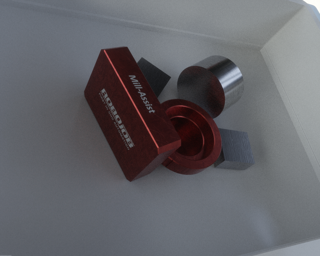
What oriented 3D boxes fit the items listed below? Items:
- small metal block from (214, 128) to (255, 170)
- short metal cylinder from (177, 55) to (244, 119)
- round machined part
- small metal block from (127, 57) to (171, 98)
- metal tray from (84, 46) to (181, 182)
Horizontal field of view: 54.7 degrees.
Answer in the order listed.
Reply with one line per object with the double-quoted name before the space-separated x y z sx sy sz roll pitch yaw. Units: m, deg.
"small metal block" 0.102 0.031 0.442 0.050 0.025 0.050 8 58 -23
"short metal cylinder" 0.072 -0.058 0.445 0.050 0.080 0.080 -33 81 -38
"round machined part" 0.026 0.015 0.398 0.099 0.042 0.098 14 56 -21
"small metal block" -0.020 -0.063 0.433 0.050 0.025 0.050 34 52 -5
"metal tray" -0.037 -0.014 0.352 0.030 0.090 0.130 -19 72 -35
